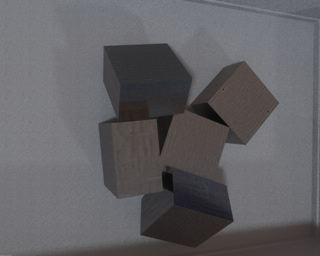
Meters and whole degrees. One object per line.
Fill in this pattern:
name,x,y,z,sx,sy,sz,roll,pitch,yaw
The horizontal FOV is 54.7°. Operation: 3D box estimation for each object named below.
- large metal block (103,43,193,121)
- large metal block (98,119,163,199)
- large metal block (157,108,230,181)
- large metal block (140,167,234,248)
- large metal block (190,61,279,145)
large metal block,-0.019,-0.057,0.367,0.081,0.080,0.050,-8,135,-19
large metal block,-0.038,0.032,0.367,0.050,0.080,0.079,-6,92,-20
large metal block,0.035,0.024,0.411,0.080,0.050,0.080,20,83,-19
large metal block,0.030,0.102,0.386,0.080,0.080,0.050,21,41,-21
large metal block,0.105,-0.034,0.436,0.080,0.050,0.080,46,76,-15
